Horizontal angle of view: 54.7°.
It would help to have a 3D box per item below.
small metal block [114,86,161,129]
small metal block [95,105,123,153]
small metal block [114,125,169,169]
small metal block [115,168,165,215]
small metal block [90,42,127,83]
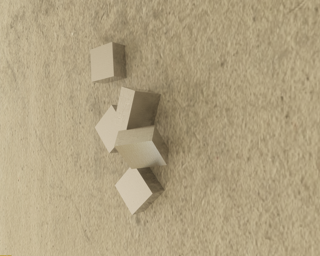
[{"bbox_3d":[-0.029,-0.026,0.411,0.025,0.050,0.050,22,104,37],"label":"small metal block"},{"bbox_3d":[-0.063,0.002,0.455,0.050,0.025,0.050,-48,62,29],"label":"small metal block"},{"bbox_3d":[-0.022,0.025,0.393,0.050,0.050,0.025,-9,46,20],"label":"small metal block"},{"bbox_3d":[-0.029,0.082,0.427,0.050,0.025,0.050,-51,61,28],"label":"small metal block"},{"bbox_3d":[-0.078,-0.097,0.467,0.050,0.025,0.050,-5,87,39],"label":"small metal block"}]
